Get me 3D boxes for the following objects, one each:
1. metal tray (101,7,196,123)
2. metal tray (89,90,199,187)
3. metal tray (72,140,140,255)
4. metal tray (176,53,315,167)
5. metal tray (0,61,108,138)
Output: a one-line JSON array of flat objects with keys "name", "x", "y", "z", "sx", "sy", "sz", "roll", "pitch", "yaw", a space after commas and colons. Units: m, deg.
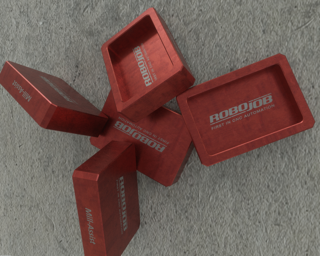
[{"name": "metal tray", "x": -0.021, "y": -0.081, "z": 0.383, "sx": 0.090, "sy": 0.030, "sz": 0.130, "roll": -33, "pitch": 51, "yaw": 16}, {"name": "metal tray", "x": -0.020, "y": 0.008, "z": 0.413, "sx": 0.130, "sy": 0.030, "sz": 0.090, "roll": 27, "pitch": 99, "yaw": 17}, {"name": "metal tray", "x": -0.059, "y": 0.091, "z": 0.375, "sx": 0.030, "sy": 0.090, "sz": 0.129, "roll": 6, "pitch": 113, "yaw": 20}, {"name": "metal tray", "x": 0.094, "y": -0.019, "z": 0.357, "sx": 0.131, "sy": 0.030, "sz": 0.090, "roll": -21, "pitch": 83, "yaw": 3}, {"name": "metal tray", "x": -0.141, "y": -0.038, "z": 0.407, "sx": 0.130, "sy": 0.090, "sz": 0.030, "roll": 37, "pitch": 102, "yaw": 33}]
